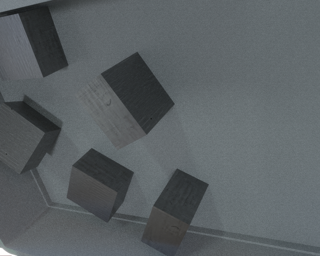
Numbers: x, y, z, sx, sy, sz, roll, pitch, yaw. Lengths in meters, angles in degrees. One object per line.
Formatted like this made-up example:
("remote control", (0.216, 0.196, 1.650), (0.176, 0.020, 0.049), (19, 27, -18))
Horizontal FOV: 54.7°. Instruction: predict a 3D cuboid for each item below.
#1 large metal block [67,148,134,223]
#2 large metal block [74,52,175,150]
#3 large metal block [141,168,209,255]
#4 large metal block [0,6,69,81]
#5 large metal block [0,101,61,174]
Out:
("large metal block", (-0.097, 0.092, 0.499), (0.080, 0.050, 0.079), (28, 128, 9))
("large metal block", (-0.039, -0.034, 0.371), (0.050, 0.080, 0.080), (-28, 103, 37))
("large metal block", (0.021, 0.118, 0.434), (0.050, 0.080, 0.079), (26, 127, 12))
("large metal block", (-0.183, -0.112, 0.417), (0.080, 0.050, 0.079), (1, 119, 27))
("large metal block", (-0.221, 0.013, 0.494), (0.080, 0.050, 0.080), (35, 101, 4))
